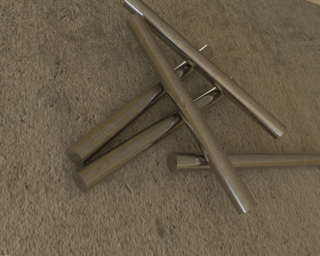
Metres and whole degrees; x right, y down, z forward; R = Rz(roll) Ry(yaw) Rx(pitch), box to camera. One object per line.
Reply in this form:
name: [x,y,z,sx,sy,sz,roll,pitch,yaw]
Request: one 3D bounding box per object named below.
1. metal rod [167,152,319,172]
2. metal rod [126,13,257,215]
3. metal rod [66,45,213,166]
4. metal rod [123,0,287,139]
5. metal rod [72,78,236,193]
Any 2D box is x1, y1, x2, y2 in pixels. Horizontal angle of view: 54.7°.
metal rod: [0.150,0.047,0.454,0.302,0.025,0.025,2,61,-27]
metal rod: [0.033,-0.029,0.405,0.025,0.025,0.299,-18,71,-35]
metal rod: [-0.007,-0.048,0.429,0.025,0.025,0.302,45,51,3]
metal rod: [0.067,-0.091,0.461,0.300,0.025,0.025,41,51,0]
metal rod: [0.016,-0.007,0.416,0.302,0.025,0.025,-33,80,-38]
